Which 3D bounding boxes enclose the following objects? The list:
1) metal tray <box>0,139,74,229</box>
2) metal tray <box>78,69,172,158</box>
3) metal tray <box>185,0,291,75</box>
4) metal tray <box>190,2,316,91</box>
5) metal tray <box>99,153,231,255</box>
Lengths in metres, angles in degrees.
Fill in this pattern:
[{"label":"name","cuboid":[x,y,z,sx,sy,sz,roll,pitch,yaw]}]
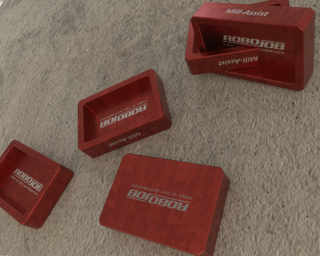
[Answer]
[{"label":"metal tray","cuboid":[-0.199,0.078,0.457,0.130,0.030,0.090,19,71,35]},{"label":"metal tray","cuboid":[-0.054,-0.021,0.441,0.130,0.030,0.090,-22,54,15]},{"label":"metal tray","cuboid":[0.103,-0.120,0.407,0.130,0.030,0.090,-4,54,20]},{"label":"metal tray","cuboid":[0.107,-0.096,0.362,0.130,0.090,0.030,20,63,35]},{"label":"metal tray","cuboid":[0.004,0.082,0.348,0.130,0.030,0.090,6,64,30]}]
